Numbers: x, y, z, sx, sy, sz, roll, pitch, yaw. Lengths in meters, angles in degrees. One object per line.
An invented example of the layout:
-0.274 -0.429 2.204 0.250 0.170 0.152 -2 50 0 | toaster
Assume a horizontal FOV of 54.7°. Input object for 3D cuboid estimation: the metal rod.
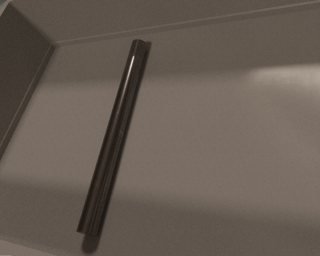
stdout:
-0.061 -0.004 0.438 0.025 0.025 0.299 -2 60 26 | metal rod
